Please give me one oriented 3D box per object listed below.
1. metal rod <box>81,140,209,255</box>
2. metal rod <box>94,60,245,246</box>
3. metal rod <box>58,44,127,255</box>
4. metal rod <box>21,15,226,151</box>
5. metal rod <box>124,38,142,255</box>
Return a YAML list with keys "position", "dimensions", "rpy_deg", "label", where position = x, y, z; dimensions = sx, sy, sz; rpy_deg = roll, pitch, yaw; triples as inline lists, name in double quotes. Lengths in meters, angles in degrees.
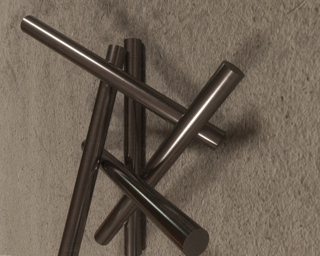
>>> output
- position: [-0.043, 0.060, 0.371]
  dimensions: [0.300, 0.025, 0.025]
  rpy_deg: [23, 106, 59]
  label: "metal rod"
- position: [-0.006, 0.049, 0.367]
  dimensions: [0.025, 0.025, 0.298]
  rpy_deg: [52, 123, 27]
  label: "metal rod"
- position: [-0.089, 0.037, 0.403]
  dimensions: [0.025, 0.025, 0.298]
  rpy_deg: [8, 83, 39]
  label: "metal rod"
- position: [-0.055, -0.063, 0.385]
  dimensions: [0.301, 0.025, 0.025]
  rpy_deg: [32, 111, 14]
  label: "metal rod"
- position: [-0.038, 0.027, 0.433]
  dimensions: [0.025, 0.025, 0.298]
  rpy_deg: [0, 90, 39]
  label: "metal rod"
